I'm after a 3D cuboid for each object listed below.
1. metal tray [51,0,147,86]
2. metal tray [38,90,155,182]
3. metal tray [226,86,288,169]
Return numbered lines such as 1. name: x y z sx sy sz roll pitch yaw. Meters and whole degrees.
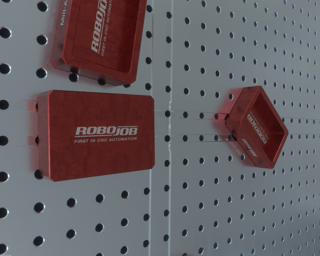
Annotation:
1. metal tray: -0.064 -0.122 0.350 0.091 0.030 0.129 12 82 -39
2. metal tray: -0.066 0.006 0.350 0.131 0.030 0.090 -1 91 -40
3. metal tray: 0.177 0.000 0.552 0.130 0.030 0.090 48 62 -29
